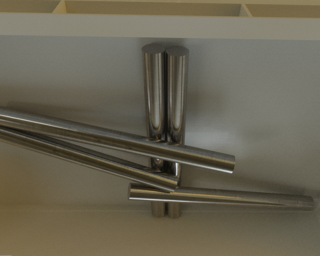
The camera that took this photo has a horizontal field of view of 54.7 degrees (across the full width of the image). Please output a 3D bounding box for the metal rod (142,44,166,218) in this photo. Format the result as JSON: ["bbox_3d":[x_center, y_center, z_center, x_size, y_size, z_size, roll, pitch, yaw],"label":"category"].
[{"bbox_3d":[-0.005,0.028,0.429,0.025,0.025,0.298,-1,130,0],"label":"metal rod"}]

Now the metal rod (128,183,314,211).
[{"bbox_3d":[0.102,0.108,0.478,0.302,0.025,0.025,7,130,-14],"label":"metal rod"}]

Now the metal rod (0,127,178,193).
[{"bbox_3d":[-0.121,0.033,0.417,0.302,0.025,0.025,18,128,-9],"label":"metal rod"}]

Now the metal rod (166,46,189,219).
[{"bbox_3d":[0.021,0.030,0.431,0.025,0.025,0.298,-1,130,0],"label":"metal rod"}]

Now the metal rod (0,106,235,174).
[{"bbox_3d":[-0.055,0.016,0.394,0.302,0.025,0.025,12,129,-2],"label":"metal rod"}]
